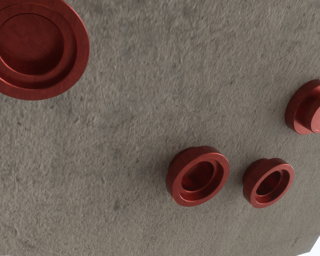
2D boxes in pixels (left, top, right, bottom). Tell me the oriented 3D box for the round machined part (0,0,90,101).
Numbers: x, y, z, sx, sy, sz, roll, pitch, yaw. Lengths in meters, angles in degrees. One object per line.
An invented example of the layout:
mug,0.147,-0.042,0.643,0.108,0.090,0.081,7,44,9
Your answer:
round machined part,-0.118,-0.078,0.284,0.099,0.042,0.097,-14,125,-21

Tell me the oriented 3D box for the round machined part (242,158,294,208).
round machined part,0.190,0.094,0.561,0.099,0.042,0.097,-14,125,-21

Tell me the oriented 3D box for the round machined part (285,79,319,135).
round machined part,0.266,-0.030,0.526,0.099,0.042,0.097,-14,125,-21

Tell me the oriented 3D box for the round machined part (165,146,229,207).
round machined part,0.052,0.068,0.468,0.099,0.042,0.097,-14,125,-21
